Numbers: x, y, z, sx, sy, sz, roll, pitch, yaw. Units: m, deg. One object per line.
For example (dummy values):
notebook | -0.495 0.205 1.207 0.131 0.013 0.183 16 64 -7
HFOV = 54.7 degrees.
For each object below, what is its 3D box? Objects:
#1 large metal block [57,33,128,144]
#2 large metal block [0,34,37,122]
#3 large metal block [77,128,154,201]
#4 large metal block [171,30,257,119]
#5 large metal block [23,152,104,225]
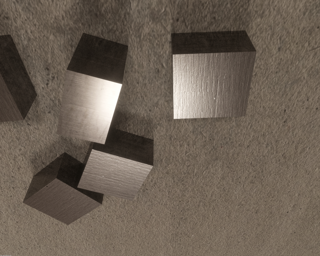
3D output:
large metal block | -0.071 -0.043 0.334 0.050 0.080 0.079 14 129 -12
large metal block | -0.197 -0.052 0.344 0.080 0.050 0.080 -5 130 3
large metal block | -0.062 0.049 0.432 0.081 0.050 0.079 17 128 -15
large metal block | 0.054 -0.058 0.342 0.081 0.050 0.079 -2 130 1
large metal block | -0.142 0.094 0.469 0.080 0.050 0.080 -35 123 25
